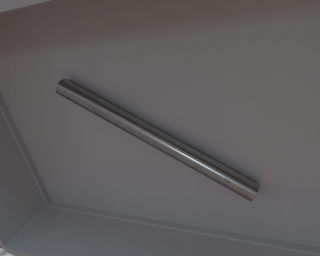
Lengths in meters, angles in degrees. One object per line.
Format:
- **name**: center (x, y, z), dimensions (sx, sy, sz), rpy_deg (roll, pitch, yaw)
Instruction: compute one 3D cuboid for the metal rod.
- **metal rod**: center (-0.010, 0.011, 0.417), dimensions (0.301, 0.025, 0.025), rpy_deg (29, 128, 9)
